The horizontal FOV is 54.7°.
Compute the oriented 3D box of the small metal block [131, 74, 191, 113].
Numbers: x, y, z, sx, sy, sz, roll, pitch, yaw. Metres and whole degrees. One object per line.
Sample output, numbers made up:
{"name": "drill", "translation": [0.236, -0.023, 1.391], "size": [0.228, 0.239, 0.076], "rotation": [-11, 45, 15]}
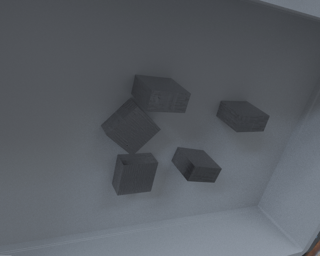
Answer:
{"name": "small metal block", "translation": [0.000, -0.041, 0.367], "size": [0.050, 0.050, 0.025], "rotation": [1, 118, -29]}

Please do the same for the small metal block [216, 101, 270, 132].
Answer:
{"name": "small metal block", "translation": [0.118, -0.017, 0.446], "size": [0.050, 0.050, 0.025], "rotation": [-1, 119, -28]}

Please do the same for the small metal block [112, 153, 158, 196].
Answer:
{"name": "small metal block", "translation": [-0.035, 0.063, 0.428], "size": [0.050, 0.025, 0.050], "rotation": [-1, 119, -28]}

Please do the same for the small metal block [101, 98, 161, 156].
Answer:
{"name": "small metal block", "translation": [-0.036, -0.001, 0.388], "size": [0.050, 0.025, 0.050], "rotation": [-43, 129, 2]}

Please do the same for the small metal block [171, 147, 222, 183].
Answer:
{"name": "small metal block", "translation": [0.053, 0.054, 0.455], "size": [0.050, 0.050, 0.025], "rotation": [9, 114, -33]}
